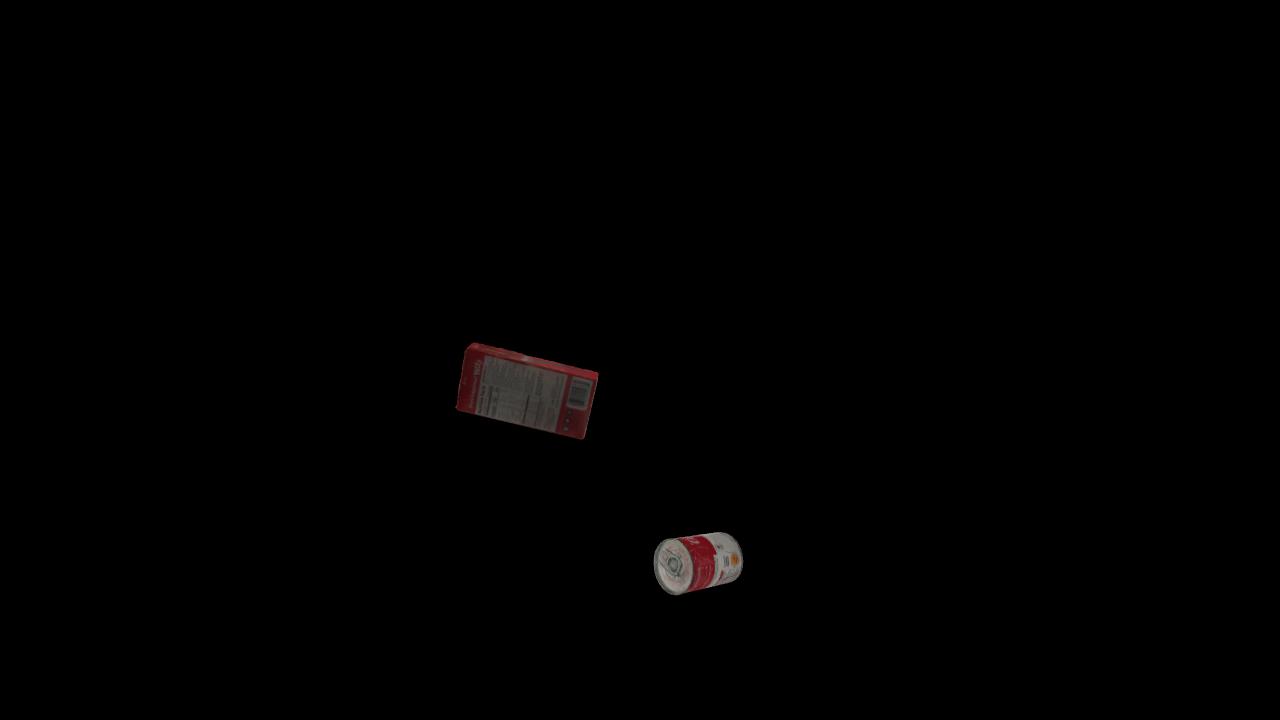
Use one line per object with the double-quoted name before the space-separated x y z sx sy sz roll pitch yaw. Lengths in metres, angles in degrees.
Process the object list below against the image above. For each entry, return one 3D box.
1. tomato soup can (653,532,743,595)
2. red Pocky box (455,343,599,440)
"tomato soup can" 0.077 0.257 0.785 0.101 0.068 0.068 8 -5 -42
"red Pocky box" -0.131 0.036 0.721 0.155 0.083 0.028 14 21 -3
